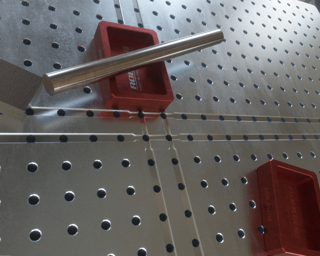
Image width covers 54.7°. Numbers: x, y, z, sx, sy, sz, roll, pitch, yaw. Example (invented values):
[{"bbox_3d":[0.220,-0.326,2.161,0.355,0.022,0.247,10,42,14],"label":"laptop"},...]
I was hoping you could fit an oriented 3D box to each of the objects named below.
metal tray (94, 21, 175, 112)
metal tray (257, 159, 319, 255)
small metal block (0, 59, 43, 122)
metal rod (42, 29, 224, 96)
[{"bbox_3d":[-0.038,-0.087,0.438,0.091,0.030,0.130,1,61,-28],"label":"metal tray"},{"bbox_3d":[0.189,0.116,0.437,0.091,0.030,0.130,18,55,-18],"label":"metal tray"},{"bbox_3d":[-0.165,-0.042,0.345,0.050,0.025,0.050,25,53,-14],"label":"small metal block"},{"bbox_3d":[-0.012,-0.099,0.424,0.302,0.025,0.025,-26,76,-37],"label":"metal rod"}]
